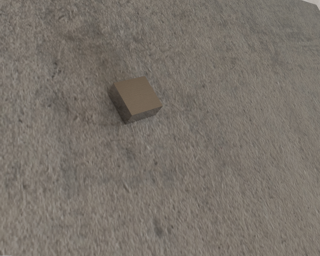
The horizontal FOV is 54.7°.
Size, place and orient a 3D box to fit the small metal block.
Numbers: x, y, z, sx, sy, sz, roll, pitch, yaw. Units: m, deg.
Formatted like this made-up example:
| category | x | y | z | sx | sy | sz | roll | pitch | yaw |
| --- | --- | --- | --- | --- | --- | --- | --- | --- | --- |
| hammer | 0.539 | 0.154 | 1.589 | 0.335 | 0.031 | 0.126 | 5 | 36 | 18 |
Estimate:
| category | x | y | z | sx | sy | sz | roll | pitch | yaw |
| --- | --- | --- | --- | --- | --- | --- | --- | --- | --- |
| small metal block | -0.033 | -0.037 | 0.410 | 0.050 | 0.025 | 0.050 | -20 | 73 | -36 |
